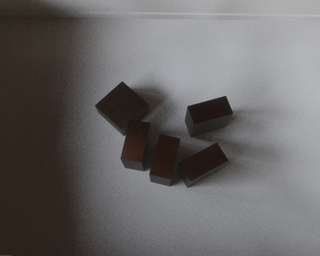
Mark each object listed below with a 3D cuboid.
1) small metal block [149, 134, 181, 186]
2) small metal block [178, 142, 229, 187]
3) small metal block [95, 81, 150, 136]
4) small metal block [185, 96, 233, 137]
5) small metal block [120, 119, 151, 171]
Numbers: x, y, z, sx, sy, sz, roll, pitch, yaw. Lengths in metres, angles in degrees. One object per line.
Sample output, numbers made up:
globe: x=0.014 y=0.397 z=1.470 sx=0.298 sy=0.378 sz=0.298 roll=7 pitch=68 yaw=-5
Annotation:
small metal block: x=0.006 y=0.041 z=0.381 sx=0.025 sy=0.050 sz=0.050 roll=13 pitch=71 yaw=5
small metal block: x=0.051 y=0.047 z=0.379 sx=0.050 sy=0.050 sz=0.025 roll=-27 pitch=73 yaw=-9
small metal block: x=-0.050 y=-0.026 z=0.419 sx=0.050 sy=0.025 sz=0.050 roll=42 pitch=75 yaw=13
small metal block: x=0.062 y=-0.014 z=0.402 sx=0.050 sy=0.050 sz=0.025 roll=-16 pitch=71 yaw=-6
small metal block: x=-0.029 y=0.023 z=0.388 sx=0.025 sy=0.050 sz=0.050 roll=10 pitch=70 yaw=4
